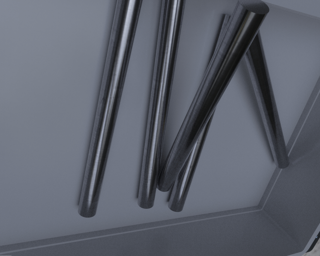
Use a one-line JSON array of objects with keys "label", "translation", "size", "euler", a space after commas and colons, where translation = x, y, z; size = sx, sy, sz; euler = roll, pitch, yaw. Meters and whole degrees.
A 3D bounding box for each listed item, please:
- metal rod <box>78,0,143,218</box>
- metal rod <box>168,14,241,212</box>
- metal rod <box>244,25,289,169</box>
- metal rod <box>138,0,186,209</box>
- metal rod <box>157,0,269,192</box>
[{"label": "metal rod", "translation": [-0.062, -0.017, 0.363], "size": [0.025, 0.025, 0.298], "euler": [2, 118, -29]}, {"label": "metal rod", "translation": [0.058, -0.004, 0.437], "size": [0.025, 0.025, 0.298], "euler": [0, 119, -28]}, {"label": "metal rod", "translation": [0.164, -0.024, 0.467], "size": [0.025, 0.025, 0.300], "euler": [-38, 134, -3]}, {"label": "metal rod", "translation": [-0.002, -0.017, 0.396], "size": [0.025, 0.025, 0.298], "euler": [-6, 121, -25]}, {"label": "metal rod", "translation": [0.039, -0.005, 0.352], "size": [0.025, 0.025, 0.298], "euler": [-10, 146, -23]}]
